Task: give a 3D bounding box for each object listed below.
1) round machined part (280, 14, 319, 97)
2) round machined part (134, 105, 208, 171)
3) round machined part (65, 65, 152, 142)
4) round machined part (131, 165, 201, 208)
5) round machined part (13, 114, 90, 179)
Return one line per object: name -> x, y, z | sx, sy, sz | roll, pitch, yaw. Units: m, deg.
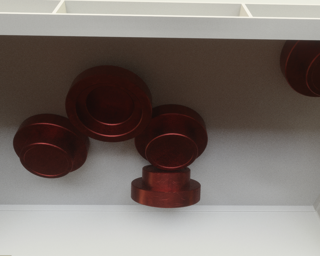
round machined part -> 0.188, -0.073, 0.339 | 0.099, 0.042, 0.097 | -1, 130, 0
round machined part -> 0.015, 0.020, 0.415 | 0.099, 0.042, 0.097 | -1, 130, 0
round machined part -> -0.058, -0.032, 0.370 | 0.099, 0.042, 0.097 | -1, 130, 0
round machined part -> 0.009, 0.078, 0.440 | 0.099, 0.098, 0.042 | 2, 94, -2
round machined part -> -0.149, 0.031, 0.422 | 0.099, 0.042, 0.097 | -1, 130, 0
